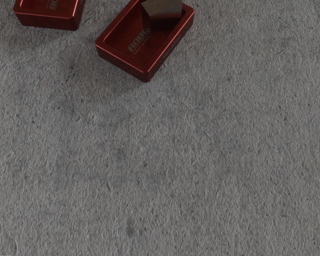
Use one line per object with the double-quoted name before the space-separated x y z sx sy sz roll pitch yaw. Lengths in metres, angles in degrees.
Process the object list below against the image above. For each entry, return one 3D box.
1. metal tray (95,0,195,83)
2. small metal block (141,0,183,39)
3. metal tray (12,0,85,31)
"metal tray" -0.020 -0.141 0.456 0.090 0.030 0.130 32 73 11
"small metal block" 0.003 -0.161 0.440 0.050 0.050 0.025 -28 73 -10
"metal tray" -0.163 -0.218 0.483 0.091 0.030 0.130 7 70 2
